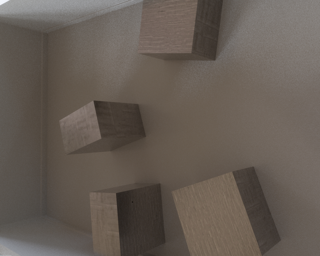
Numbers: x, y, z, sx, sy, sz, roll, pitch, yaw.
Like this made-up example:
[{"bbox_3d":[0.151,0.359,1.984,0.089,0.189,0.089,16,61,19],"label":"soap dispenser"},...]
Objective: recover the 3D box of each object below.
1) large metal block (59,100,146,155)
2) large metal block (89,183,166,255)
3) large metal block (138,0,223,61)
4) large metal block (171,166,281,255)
[{"bbox_3d":[-0.081,0.001,0.438,0.080,0.081,0.050,-23,76,38],"label":"large metal block"},{"bbox_3d":[-0.041,0.118,0.405,0.050,0.081,0.080,-8,85,40],"label":"large metal block"},{"bbox_3d":[0.024,-0.125,0.371,0.080,0.050,0.079,11,97,39],"label":"large metal block"},{"bbox_3d":[0.069,0.094,0.334,0.080,0.050,0.080,-27,73,36],"label":"large metal block"}]
